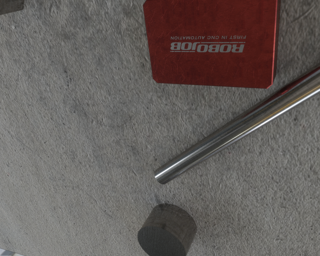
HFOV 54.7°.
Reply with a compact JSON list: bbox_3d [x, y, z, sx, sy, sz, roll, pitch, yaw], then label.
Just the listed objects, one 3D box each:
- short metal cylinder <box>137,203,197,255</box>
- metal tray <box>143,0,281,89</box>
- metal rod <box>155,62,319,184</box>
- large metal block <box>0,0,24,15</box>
[{"bbox_3d":[0.012,0.167,0.488,0.080,0.050,0.079,13,124,21],"label":"short metal cylinder"},{"bbox_3d":[0.052,-0.091,0.320,0.130,0.030,0.089,7,122,24],"label":"metal tray"},{"bbox_3d":[0.094,-0.002,0.355,0.025,0.025,0.299,48,129,-5],"label":"metal rod"},{"bbox_3d":[-0.214,-0.198,0.381,0.080,0.050,0.079,35,129,5],"label":"large metal block"}]
